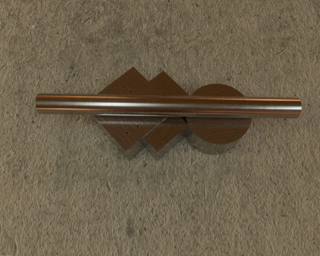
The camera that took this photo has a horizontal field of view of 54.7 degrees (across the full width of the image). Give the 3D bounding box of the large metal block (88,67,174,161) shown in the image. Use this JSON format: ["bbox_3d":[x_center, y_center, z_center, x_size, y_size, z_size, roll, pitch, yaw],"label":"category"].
[{"bbox_3d":[-0.037,-0.018,0.401,0.080,0.050,0.080,-40,75,-13],"label":"large metal block"}]

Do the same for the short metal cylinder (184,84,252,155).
[{"bbox_3d":[0.071,-0.010,0.400,0.081,0.050,0.080,0,70,0],"label":"short metal cylinder"}]

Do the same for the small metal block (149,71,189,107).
[{"bbox_3d":[0.012,-0.040,0.411,0.025,0.050,0.050,-41,76,-13],"label":"small metal block"}]

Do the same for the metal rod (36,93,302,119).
[{"bbox_3d":[0.010,-0.026,0.364,0.302,0.025,0.025,1,70,0],"label":"metal rod"}]

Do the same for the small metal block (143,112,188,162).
[{"bbox_3d":[0.007,0.012,0.393,0.050,0.050,0.025,-40,75,-13],"label":"small metal block"}]
